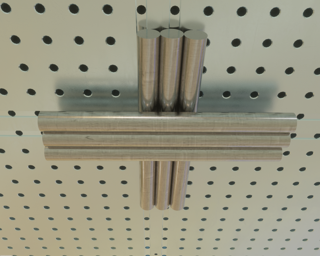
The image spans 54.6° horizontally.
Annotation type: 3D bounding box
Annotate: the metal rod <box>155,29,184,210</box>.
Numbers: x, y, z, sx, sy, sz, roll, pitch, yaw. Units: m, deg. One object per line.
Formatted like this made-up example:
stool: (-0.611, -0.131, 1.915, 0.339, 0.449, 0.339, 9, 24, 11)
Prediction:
metal rod: (0.008, 0.014, 0.423, 0.025, 0.025, 0.298, 1, 130, -1)

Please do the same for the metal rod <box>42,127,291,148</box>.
metal rod: (0.009, 0.012, 0.389, 0.302, 0.025, 0.025, 0, 130, -1)

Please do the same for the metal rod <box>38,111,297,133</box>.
metal rod: (0.009, -0.007, 0.372, 0.302, 0.025, 0.025, 0, 130, -1)

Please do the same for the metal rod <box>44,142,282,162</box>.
metal rod: (0.005, 0.031, 0.405, 0.302, 0.025, 0.025, 0, 130, -1)

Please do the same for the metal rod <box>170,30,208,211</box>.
metal rod: (0.033, 0.015, 0.424, 0.025, 0.025, 0.298, 1, 130, -1)

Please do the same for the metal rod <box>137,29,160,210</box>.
metal rod: (-0.017, 0.014, 0.423, 0.025, 0.025, 0.298, 1, 130, -1)
